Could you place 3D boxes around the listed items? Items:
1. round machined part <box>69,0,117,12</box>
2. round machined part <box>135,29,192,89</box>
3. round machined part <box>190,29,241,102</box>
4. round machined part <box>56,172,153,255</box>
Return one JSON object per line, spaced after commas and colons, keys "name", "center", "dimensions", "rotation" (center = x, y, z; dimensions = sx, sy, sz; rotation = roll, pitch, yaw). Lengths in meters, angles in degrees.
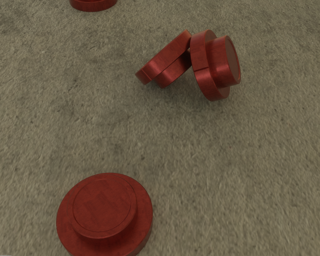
{"name": "round machined part", "center": [-0.137, -0.279, 0.625], "dimensions": [0.099, 0.042, 0.098], "rotation": [0, 50, 0]}
{"name": "round machined part", "center": [0.014, -0.094, 0.448], "dimensions": [0.042, 0.098, 0.098], "rotation": [48, 57, -11]}
{"name": "round machined part", "center": [0.081, -0.088, 0.427], "dimensions": [0.042, 0.098, 0.098], "rotation": [-12, 45, 28]}
{"name": "round machined part", "center": [-0.057, 0.087, 0.318], "dimensions": [0.099, 0.042, 0.098], "rotation": [0, 50, 0]}
